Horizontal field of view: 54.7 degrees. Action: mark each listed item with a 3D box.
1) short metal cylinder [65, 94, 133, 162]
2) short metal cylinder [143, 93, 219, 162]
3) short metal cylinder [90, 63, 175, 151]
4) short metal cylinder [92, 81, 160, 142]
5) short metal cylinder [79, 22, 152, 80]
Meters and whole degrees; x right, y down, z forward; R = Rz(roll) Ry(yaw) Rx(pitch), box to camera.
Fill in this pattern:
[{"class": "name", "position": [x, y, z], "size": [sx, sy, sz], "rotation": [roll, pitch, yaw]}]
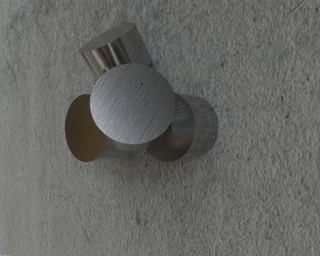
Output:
[{"class": "short metal cylinder", "position": [-0.072, 0.000, 0.381], "size": [0.080, 0.050, 0.079], "rotation": [0, 90, 39]}, {"class": "short metal cylinder", "position": [0.022, -0.001, 0.370], "size": [0.080, 0.050, 0.079], "rotation": [0, 90, 39]}, {"class": "short metal cylinder", "position": [-0.028, -0.019, 0.317], "size": [0.050, 0.081, 0.080], "rotation": [118, 140, -76]}, {"class": "short metal cylinder", "position": [-0.047, -0.022, 0.427], "size": [0.080, 0.050, 0.079], "rotation": [0, 90, 39]}, {"class": "short metal cylinder", "position": [-0.058, -0.097, 0.408], "size": [0.080, 0.080, 0.050], "rotation": [0, 129, 39]}]
